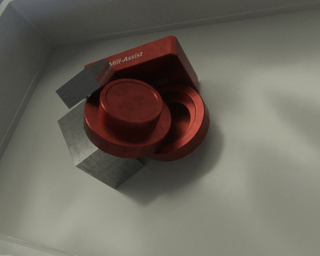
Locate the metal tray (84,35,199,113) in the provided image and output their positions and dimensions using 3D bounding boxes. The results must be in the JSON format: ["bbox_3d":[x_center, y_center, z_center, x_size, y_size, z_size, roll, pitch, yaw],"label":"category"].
[{"bbox_3d":[-0.024,-0.063,0.411,0.130,0.090,0.030,-14,57,20],"label":"metal tray"}]

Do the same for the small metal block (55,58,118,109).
[{"bbox_3d":[-0.084,-0.052,0.359,0.050,0.025,0.050,-30,12,24],"label":"small metal block"}]

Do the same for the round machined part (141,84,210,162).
[{"bbox_3d":[0.015,-0.003,0.387,0.098,0.042,0.098,-13,56,20],"label":"round machined part"}]

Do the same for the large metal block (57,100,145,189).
[{"bbox_3d":[-0.074,0.020,0.394,0.050,0.080,0.080,-38,51,3],"label":"large metal block"}]

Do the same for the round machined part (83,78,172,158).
[{"bbox_3d":[-0.034,-0.018,0.346,0.099,0.042,0.098,9,48,-10],"label":"round machined part"}]
